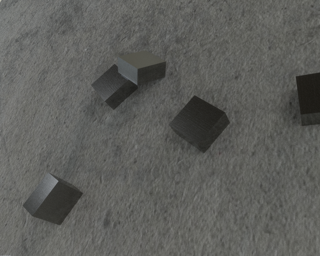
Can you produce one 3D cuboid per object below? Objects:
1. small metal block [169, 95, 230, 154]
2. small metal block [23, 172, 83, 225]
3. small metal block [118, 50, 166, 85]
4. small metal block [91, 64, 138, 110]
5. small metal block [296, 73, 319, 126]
[{"bbox_3d":[0.048,-0.005,0.381,0.050,0.025,0.050,-49,52,-7],"label":"small metal block"},{"bbox_3d":[-0.137,0.092,0.401,0.025,0.050,0.050,26,76,37],"label":"small metal block"},{"bbox_3d":[-0.027,-0.090,0.456,0.050,0.025,0.050,-22,43,-33],"label":"small metal block"},{"bbox_3d":[-0.071,-0.064,0.479,0.050,0.025,0.050,-42,51,-2],"label":"small metal block"},{"bbox_3d":[0.176,-0.033,0.331,0.050,0.025,0.050,-7,59,24],"label":"small metal block"}]
